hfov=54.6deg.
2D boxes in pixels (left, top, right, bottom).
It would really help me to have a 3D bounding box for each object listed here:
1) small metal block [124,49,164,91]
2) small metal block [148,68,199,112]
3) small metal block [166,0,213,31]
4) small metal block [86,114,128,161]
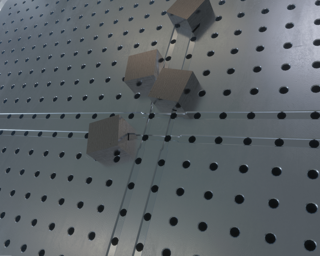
[{"bbox_3d":[-0.024,-0.089,0.477,0.050,0.025,0.050,-8,58,24],"label":"small metal block"},{"bbox_3d":[0.019,-0.054,0.433,0.050,0.025,0.050,14,69,33],"label":"small metal block"},{"bbox_3d":[0.047,-0.190,0.501,0.050,0.025,0.050,-48,51,-6],"label":"small metal block"},{"bbox_3d":[-0.074,0.014,0.440,0.050,0.025,0.050,-15,55,19],"label":"small metal block"}]
